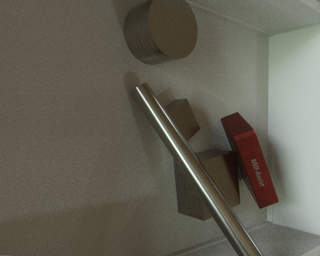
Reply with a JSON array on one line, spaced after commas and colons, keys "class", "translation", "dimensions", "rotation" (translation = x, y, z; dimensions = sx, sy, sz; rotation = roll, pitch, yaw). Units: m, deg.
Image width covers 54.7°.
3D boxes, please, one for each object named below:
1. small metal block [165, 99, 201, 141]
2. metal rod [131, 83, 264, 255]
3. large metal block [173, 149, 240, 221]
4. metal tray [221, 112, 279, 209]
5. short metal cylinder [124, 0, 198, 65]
[{"class": "small metal block", "translation": [0.023, -0.006, 0.428], "dimensions": [0.050, 0.025, 0.050], "rotation": [-41, 115, -32]}, {"class": "metal rod", "translation": [0.056, 0.074, 0.373], "dimensions": [0.025, 0.025, 0.299], "rotation": [-29, 82, -37]}, {"class": "large metal block", "translation": [0.069, 0.079, 0.451], "dimensions": [0.081, 0.050, 0.079], "rotation": [-9, 96, -40]}, {"class": "metal tray", "translation": [0.139, 0.049, 0.485], "dimensions": [0.030, 0.090, 0.129], "rotation": [-22, 110, 6]}, {"class": "short metal cylinder", "translation": [0.002, -0.124, 0.393], "dimensions": [0.081, 0.050, 0.079], "rotation": [0, 90, -40]}]
